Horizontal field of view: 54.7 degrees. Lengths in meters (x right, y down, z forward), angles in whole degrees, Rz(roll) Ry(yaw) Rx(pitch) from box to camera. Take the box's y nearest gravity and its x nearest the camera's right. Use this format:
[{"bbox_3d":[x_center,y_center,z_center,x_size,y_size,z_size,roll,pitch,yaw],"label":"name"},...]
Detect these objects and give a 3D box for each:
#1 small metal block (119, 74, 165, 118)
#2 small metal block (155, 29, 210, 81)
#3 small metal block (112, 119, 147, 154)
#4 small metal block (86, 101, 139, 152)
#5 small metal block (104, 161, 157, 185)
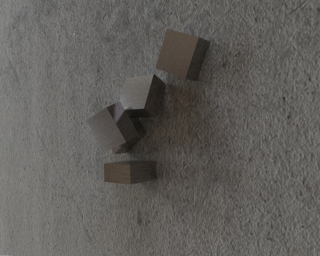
[{"bbox_3d":[-0.026,-0.042,0.415,0.050,0.025,0.050,-1,66,39],"label":"small metal block"},{"bbox_3d":[0.027,-0.090,0.383,0.050,0.025,0.050,28,107,36],"label":"small metal block"},{"bbox_3d":[-0.053,0.002,0.449,0.050,0.025,0.050,-44,64,31],"label":"small metal block"},{"bbox_3d":[-0.064,-0.001,0.412,0.050,0.025,0.050,-25,95,43],"label":"small metal block"},{"bbox_3d":[-0.040,0.059,0.422,0.050,0.050,0.025,-3,88,40],"label":"small metal block"}]
